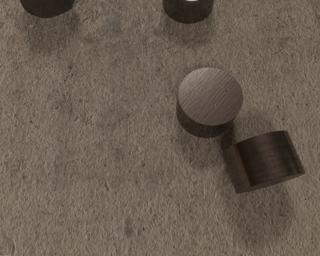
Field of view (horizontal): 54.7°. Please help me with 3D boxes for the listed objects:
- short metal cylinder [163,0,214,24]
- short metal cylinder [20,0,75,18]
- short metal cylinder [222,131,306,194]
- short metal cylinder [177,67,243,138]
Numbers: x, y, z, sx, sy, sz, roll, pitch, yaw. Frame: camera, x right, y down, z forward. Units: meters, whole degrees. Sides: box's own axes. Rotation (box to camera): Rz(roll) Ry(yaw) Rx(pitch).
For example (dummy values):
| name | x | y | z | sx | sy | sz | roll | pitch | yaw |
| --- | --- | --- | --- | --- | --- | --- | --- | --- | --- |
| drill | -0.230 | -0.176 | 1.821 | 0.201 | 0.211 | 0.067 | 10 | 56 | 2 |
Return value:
| name | x | y | z | sx | sy | sz | roll | pitch | yaw |
| --- | --- | --- | --- | --- | --- | --- | --- | --- | --- |
| short metal cylinder | 0.045 | -0.208 | 0.471 | 0.081 | 0.050 | 0.080 | 0 | 70 | 0 |
| short metal cylinder | -0.170 | -0.210 | 0.454 | 0.080 | 0.080 | 0.050 | -25 | 72 | -9 |
| short metal cylinder | 0.121 | 0.042 | 0.365 | 0.081 | 0.080 | 0.050 | -14 | 71 | -5 |
| short metal cylinder | 0.063 | -0.032 | 0.407 | 0.081 | 0.050 | 0.080 | 0 | 70 | 0 |
